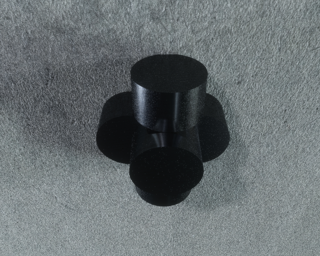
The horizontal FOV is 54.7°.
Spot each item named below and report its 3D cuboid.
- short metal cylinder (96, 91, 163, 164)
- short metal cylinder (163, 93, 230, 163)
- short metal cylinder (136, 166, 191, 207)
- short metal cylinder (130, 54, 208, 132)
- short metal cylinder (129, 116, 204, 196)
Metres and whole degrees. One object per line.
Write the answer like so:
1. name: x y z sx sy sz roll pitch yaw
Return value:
1. short metal cylinder: -0.036 0.000 0.392 0.081 0.050 0.079 0 130 0
2. short metal cylinder: 0.044 0.000 0.393 0.081 0.050 0.079 0 130 0
3. short metal cylinder: 0.005 0.059 0.424 0.081 0.080 0.050 0 130 -1
4. short metal cylinder: 0.010 -0.040 0.339 0.081 0.080 0.050 0 130 -1
5. short metal cylinder: 0.007 0.033 0.354 0.081 0.050 0.079 0 130 0
